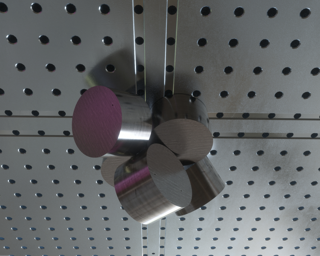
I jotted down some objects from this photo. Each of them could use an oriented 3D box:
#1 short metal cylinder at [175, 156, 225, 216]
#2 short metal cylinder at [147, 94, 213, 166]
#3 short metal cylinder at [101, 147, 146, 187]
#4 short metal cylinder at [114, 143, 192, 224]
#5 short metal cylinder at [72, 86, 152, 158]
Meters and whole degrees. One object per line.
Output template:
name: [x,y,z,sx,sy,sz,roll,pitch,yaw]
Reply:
short metal cylinder: [0.043,0.078,0.434,0.080,0.080,0.050,-33,88,24]
short metal cylinder: [0.025,0.003,0.398,0.081,0.050,0.079,0,130,0]
short metal cylinder: [-0.038,0.043,0.431,0.081,0.050,0.079,0,130,0]
short metal cylinder: [-0.007,0.065,0.363,0.050,0.080,0.080,-34,123,25]
short metal cylinder: [-0.056,-0.005,0.361,0.080,0.080,0.050,-38,155,27]
